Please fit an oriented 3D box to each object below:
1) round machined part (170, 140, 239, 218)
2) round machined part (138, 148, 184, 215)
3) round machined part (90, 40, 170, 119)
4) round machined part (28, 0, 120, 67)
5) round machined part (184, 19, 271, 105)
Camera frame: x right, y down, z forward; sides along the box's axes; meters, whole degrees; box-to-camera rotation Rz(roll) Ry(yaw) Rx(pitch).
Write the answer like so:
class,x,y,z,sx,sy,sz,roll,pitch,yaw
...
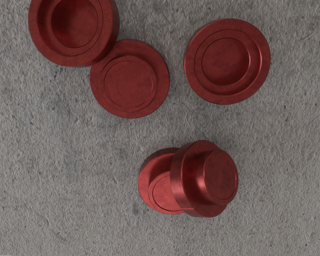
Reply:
class,x,y,z,sx,sy,sz,roll,pitch,yaw
round machined part,0.062,0.063,0.392,0.042,0.098,0.098,-17,115,46
round machined part,0.018,0.080,0.430,0.099,0.042,0.097,0,110,0
round machined part,-0.037,-0.057,0.379,0.099,0.042,0.097,0,110,0
round machined part,-0.091,-0.117,0.347,0.098,0.042,0.097,2,97,12
round machined part,0.077,-0.080,0.372,0.099,0.042,0.097,0,110,0
